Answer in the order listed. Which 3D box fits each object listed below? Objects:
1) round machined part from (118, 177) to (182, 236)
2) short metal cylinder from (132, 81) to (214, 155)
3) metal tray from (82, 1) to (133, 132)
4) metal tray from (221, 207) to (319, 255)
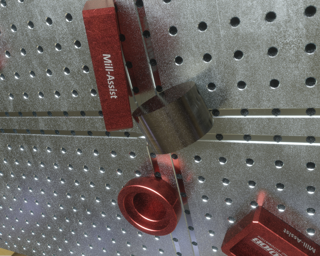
[{"bbox_3d":[-0.012,0.114,0.476,0.098,0.042,0.097,13,124,20],"label":"round machined part"},{"bbox_3d":[0.015,-0.013,0.359,0.080,0.080,0.050,-18,109,35],"label":"short metal cylinder"},{"bbox_3d":[-0.057,-0.073,0.351,0.030,0.090,0.129,-9,119,-6],"label":"metal tray"},{"bbox_3d":[0.164,0.177,0.430,0.130,0.030,0.089,34,129,5],"label":"metal tray"}]
